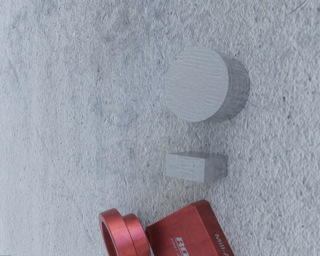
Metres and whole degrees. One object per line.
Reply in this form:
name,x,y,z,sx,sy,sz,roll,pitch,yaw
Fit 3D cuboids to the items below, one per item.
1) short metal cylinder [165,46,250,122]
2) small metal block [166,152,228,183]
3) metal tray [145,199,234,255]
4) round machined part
short metal cylinder,0.052,-0.046,0.346,0.080,0.050,0.080,0,90,40
small metal block,0.043,0.043,0.354,0.050,0.050,0.025,4,93,40
metal tray,0.043,0.163,0.366,0.090,0.030,0.130,-38,67,33
round machined part,-0.045,0.153,0.414,0.098,0.042,0.097,46,145,47
